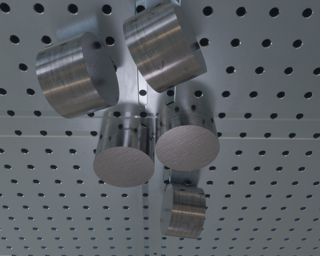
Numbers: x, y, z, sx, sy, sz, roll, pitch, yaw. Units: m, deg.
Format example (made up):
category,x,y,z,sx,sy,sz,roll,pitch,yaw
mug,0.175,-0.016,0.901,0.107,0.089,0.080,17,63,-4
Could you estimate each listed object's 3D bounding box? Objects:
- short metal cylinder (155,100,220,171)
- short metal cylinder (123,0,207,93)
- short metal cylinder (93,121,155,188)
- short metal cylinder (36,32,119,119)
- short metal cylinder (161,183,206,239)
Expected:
category,x,y,z,sx,sy,sz,roll,pitch,yaw
short metal cylinder,0.034,0.011,0.405,0.081,0.050,0.079,0,130,0
short metal cylinder,0.007,-0.081,0.306,0.050,0.080,0.080,-23,127,18
short metal cylinder,-0.047,0.037,0.426,0.081,0.050,0.079,0,130,0
short metal cylinder,-0.084,-0.055,0.328,0.050,0.080,0.080,-16,129,13
short metal cylinder,0.034,0.130,0.486,0.050,0.080,0.079,11,129,-9
